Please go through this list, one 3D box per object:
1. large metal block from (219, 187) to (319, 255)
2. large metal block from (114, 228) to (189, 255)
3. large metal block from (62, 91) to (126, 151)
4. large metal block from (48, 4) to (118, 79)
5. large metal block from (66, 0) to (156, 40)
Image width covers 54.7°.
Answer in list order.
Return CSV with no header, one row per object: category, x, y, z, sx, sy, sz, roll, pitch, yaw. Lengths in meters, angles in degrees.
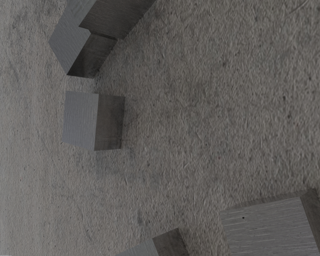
large metal block,0.114,0.108,0.294,0.080,0.050,0.080,-24,75,37
large metal block,-0.004,0.184,0.392,0.080,0.050,0.080,-37,67,34
large metal block,-0.102,-0.013,0.473,0.080,0.050,0.079,10,96,39
large metal block,-0.124,-0.137,0.492,0.080,0.050,0.080,-49,61,29
large metal block,-0.066,-0.176,0.424,0.080,0.081,0.050,-41,65,32
